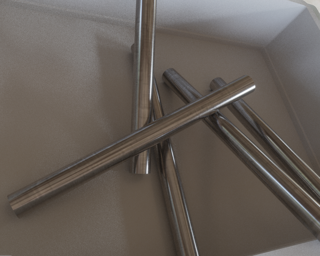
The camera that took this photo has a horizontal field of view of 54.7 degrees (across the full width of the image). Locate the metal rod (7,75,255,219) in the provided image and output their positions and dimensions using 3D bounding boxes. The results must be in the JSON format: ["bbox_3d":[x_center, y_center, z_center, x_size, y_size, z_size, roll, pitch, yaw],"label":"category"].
[{"bbox_3d":[-0.012,0.009,0.344,0.302,0.025,0.025,-28,77,-21],"label":"metal rod"}]

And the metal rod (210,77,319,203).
[{"bbox_3d":[0.141,0.017,0.393,0.025,0.025,0.300,4,34,-27],"label":"metal rod"}]

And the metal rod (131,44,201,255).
[{"bbox_3d":[0.001,0.011,0.400,0.025,0.025,0.299,1,61,-28],"label":"metal rod"}]

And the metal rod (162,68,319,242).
[{"bbox_3d":[0.086,0.011,0.370,0.025,0.025,0.300,-8,41,-32],"label":"metal rod"}]

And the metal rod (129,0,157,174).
[{"bbox_3d":[-0.019,-0.096,0.374,0.025,0.025,0.298,4,86,-27],"label":"metal rod"}]
